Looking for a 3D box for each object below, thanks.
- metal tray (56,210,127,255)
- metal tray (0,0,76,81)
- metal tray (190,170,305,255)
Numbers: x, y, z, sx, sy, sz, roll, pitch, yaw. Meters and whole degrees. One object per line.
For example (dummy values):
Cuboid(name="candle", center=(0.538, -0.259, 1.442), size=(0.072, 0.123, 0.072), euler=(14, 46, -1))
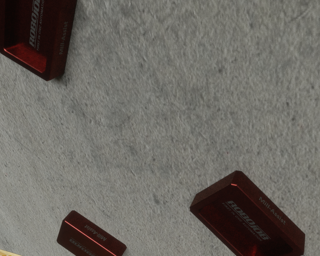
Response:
Cuboid(name="metal tray", center=(-0.139, 0.231, 0.617), size=(0.130, 0.030, 0.089), euler=(32, 128, 7))
Cuboid(name="metal tray", center=(-0.162, -0.137, 0.401), size=(0.090, 0.030, 0.129), euler=(31, 128, 7))
Cuboid(name="metal tray", center=(0.117, 0.128, 0.420), size=(0.130, 0.030, 0.090), euler=(45, 129, -4))
